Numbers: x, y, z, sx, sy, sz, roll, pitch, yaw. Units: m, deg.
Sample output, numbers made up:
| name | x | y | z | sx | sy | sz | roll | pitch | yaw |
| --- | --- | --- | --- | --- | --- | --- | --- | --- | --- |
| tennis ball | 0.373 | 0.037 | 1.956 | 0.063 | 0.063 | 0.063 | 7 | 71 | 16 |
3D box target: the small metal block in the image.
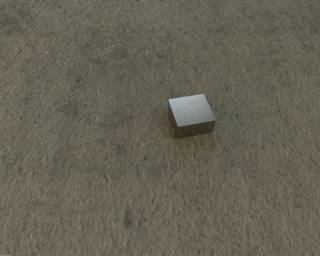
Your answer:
| name | x | y | z | sx | sy | sz | roll | pitch | yaw |
| --- | --- | --- | --- | --- | --- | --- | --- | --- | --- |
| small metal block | 0.041 | -0.016 | 0.417 | 0.050 | 0.025 | 0.050 | -10 | 51 | -8 |
